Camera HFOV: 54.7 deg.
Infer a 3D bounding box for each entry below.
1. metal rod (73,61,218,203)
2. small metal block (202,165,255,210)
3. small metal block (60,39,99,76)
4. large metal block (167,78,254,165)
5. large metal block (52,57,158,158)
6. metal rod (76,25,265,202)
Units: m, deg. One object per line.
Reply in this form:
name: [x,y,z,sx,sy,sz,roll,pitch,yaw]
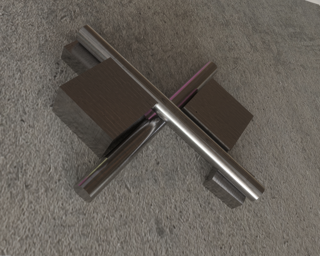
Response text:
metal rod: [0.002,-0.015,0.416,0.025,0.025,0.302,43,51,1]
small metal block: [0.092,0.070,0.412,0.050,0.025,0.050,40,51,-1]
small metal block: [-0.094,-0.092,0.412,0.050,0.025,0.050,45,51,2]
large metal block: [0.071,-0.010,0.434,0.080,0.050,0.080,43,51,1]
large metal block: [-0.065,-0.025,0.367,0.080,0.050,0.080,45,51,3]
metal rod: [0.012,-0.019,0.391,0.300,0.025,0.025,43,51,1]
